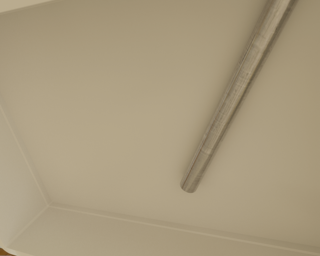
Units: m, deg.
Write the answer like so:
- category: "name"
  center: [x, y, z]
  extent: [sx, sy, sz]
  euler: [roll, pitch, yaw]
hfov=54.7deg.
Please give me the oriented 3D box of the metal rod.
- category: "metal rod"
  center: [0.080, -0.030, 0.346]
  extent: [0.025, 0.025, 0.298]
  euler: [28, 128, 10]
